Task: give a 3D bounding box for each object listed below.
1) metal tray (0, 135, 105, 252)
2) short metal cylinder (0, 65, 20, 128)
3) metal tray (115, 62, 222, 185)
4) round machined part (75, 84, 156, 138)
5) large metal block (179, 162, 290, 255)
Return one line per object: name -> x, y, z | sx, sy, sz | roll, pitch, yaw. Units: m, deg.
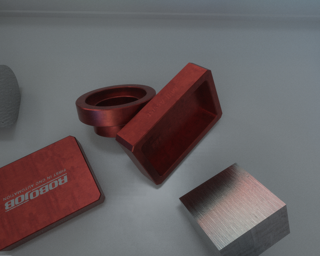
metal tray -> -0.145, 0.077, 0.377 | 0.131, 0.030, 0.090 | -26, 72, -10
short metal cylinder -> -0.220, -0.040, 0.392 | 0.050, 0.080, 0.080 | 0, 70, 0
metal tray -> 0.017, -0.004, 0.374 | 0.030, 0.090, 0.130 | 32, 71, 37
round machined part -> -0.052, -0.021, 0.389 | 0.099, 0.098, 0.042 | -7, 114, -3
large metal block -> 0.081, 0.096, 0.342 | 0.080, 0.050, 0.080 | -30, 35, -11
